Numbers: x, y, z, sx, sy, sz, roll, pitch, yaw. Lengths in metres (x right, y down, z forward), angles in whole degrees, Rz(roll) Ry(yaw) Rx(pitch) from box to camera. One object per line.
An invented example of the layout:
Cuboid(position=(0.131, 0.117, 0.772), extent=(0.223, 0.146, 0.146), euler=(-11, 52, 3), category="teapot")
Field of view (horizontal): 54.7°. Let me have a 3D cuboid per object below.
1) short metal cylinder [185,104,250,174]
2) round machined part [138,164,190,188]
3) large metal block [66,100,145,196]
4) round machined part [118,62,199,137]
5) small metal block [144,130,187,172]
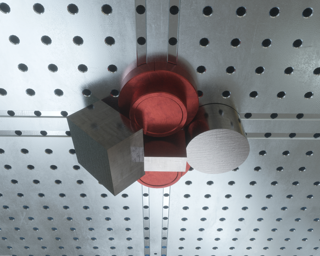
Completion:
Cuboid(position=(0.072, 0.015, 0.407), extent=(0.081, 0.050, 0.079), euler=(0, 130, 0), category="short metal cylinder")
Cuboid(position=(-0.003, 0.049, 0.442), extent=(0.099, 0.042, 0.097), euler=(0, 130, 0), category="round machined part")
Cuboid(position=(-0.066, 0.024, 0.387), extent=(0.050, 0.080, 0.079), euler=(-33, 140, -32), category="large metal block")
Cuboid(position=(-0.002, -0.027, 0.377), extent=(0.099, 0.042, 0.097), euler=(0, 130, 0), category="round machined part")
Cuboid(position=(0.006, 0.027, 0.390), extent=(0.050, 0.050, 0.025), euler=(1, 130, -1), category="small metal block")
